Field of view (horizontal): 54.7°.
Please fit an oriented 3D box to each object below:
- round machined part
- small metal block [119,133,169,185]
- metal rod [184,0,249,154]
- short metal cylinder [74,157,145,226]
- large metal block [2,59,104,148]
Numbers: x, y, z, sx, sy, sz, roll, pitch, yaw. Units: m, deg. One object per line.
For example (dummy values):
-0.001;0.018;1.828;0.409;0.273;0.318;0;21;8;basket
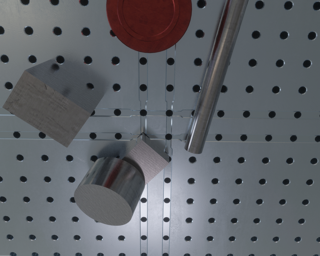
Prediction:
-0.013;-0.135;0.354;0.099;0.042;0.097;0;110;0;round machined part
-0.023;0.044;0.430;0.050;0.025;0.050;42;105;-14;small metal block
0.079;-0.106;0.374;0.025;0.025;0.298;12;110;-5;metal rod
-0.066;0.085;0.416;0.080;0.050;0.079;10;129;13;short metal cylinder
-0.122;-0.032;0.371;0.080;0.080;0.050;35;106;-12;large metal block
